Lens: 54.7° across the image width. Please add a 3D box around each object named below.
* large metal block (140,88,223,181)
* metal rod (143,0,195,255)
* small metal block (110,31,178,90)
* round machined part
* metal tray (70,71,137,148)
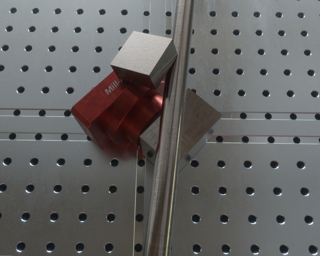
[{"bbox_3d":[0.024,0.011,0.376,0.050,0.080,0.080,41,75,13],"label":"large metal block"},{"bbox_3d":[0.014,-0.021,0.334,0.025,0.025,0.299,7,70,2],"label":"metal rod"},{"bbox_3d":[-0.017,-0.074,0.335,0.050,0.025,0.050,20,68,26],"label":"small metal block"},{"bbox_3d":[-0.021,-0.016,0.383,0.042,0.098,0.098,41,75,13],"label":"round machined part"},{"bbox_3d":[-0.044,-0.040,0.391,0.030,0.090,0.130,41,75,13],"label":"metal tray"}]
